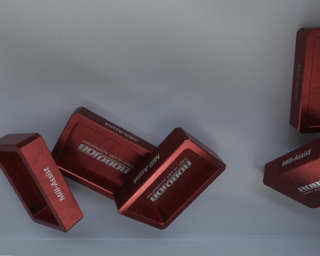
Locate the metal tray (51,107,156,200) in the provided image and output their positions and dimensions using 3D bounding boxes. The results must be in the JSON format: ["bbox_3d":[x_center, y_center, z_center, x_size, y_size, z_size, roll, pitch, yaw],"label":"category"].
[{"bbox_3d":[-0.075,0.041,0.422,0.131,0.030,0.090,29,107,-11],"label":"metal tray"}]

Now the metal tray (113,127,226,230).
[{"bbox_3d":[0.013,0.071,0.411,0.130,0.030,0.090,-47,128,10],"label":"metal tray"}]

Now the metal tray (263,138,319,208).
[{"bbox_3d":[0.208,0.058,0.392,0.090,0.030,0.129,27,147,-10],"label":"metal tray"}]

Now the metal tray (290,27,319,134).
[{"bbox_3d":[0.218,-0.060,0.388,0.091,0.030,0.129,-4,110,1],"label":"metal tray"}]

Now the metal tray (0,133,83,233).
[{"bbox_3d":[-0.163,0.071,0.407,0.090,0.030,0.129,-3,116,41],"label":"metal tray"}]
